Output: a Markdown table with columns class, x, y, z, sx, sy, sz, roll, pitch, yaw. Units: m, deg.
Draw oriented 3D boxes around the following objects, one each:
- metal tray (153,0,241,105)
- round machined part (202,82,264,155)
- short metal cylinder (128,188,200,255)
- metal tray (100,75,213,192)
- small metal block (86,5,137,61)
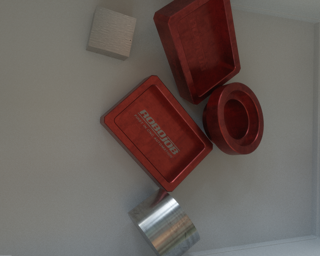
| class | x | y | z | sx | sy | sz | roll | pitch | yaw |
| --- | --- | --- | --- | --- | --- | --- | --- | --- | --- |
| metal tray | 0.053 | -0.104 | 0.393 | 0.090 | 0.030 | 0.130 | -38 | 134 | -15 |
| round machined part | 0.097 | -0.011 | 0.428 | 0.099 | 0.042 | 0.097 | 7 | 78 | -38 |
| short metal cylinder | 0.004 | 0.122 | 0.384 | 0.050 | 0.080 | 0.080 | -35 | 102 | -17 |
| metal tray | -0.002 | 0.008 | 0.408 | 0.090 | 0.030 | 0.130 | -44 | 104 | -15 |
| small metal block | -0.061 | -0.117 | 0.388 | 0.050 | 0.025 | 0.050 | 12 | 86 | -20 |
